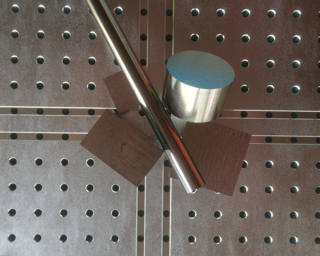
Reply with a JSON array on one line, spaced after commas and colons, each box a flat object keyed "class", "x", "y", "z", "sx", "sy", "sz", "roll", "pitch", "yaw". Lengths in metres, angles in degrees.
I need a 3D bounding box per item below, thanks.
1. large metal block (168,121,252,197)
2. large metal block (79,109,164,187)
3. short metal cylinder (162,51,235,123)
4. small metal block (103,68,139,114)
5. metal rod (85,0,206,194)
[{"class": "large metal block", "x": 0.061, "y": 0.034, "z": 0.401, "sx": 0.080, "sy": 0.050, "sz": 0.080, "roll": 18, "pitch": 90, "yaw": -1}, {"class": "large metal block", "x": -0.043, "y": 0.022, "z": 0.385, "sx": 0.080, "sy": 0.080, "sz": 0.050, "roll": 37, "pitch": 90, "yaw": -1}, {"class": "short metal cylinder", "x": 0.045, "y": -0.052, "z": 0.380, "sx": 0.081, "sy": 0.080, "sz": 0.050, "roll": 9, "pitch": 134, "yaw": -1}, {"class": "small metal block", "x": -0.041, "y": -0.051, "z": 0.413, "sx": 0.050, "sy": 0.025, "sz": 0.050, "roll": -24, "pitch": 90, "yaw": -1}, {"class": "metal rod", "x": -0.027, "y": -0.060, "z": 0.383, "sx": 0.025, "sy": 0.025, "sz": 0.299, "roll": -28, "pitch": 79, "yaw": 0}]
